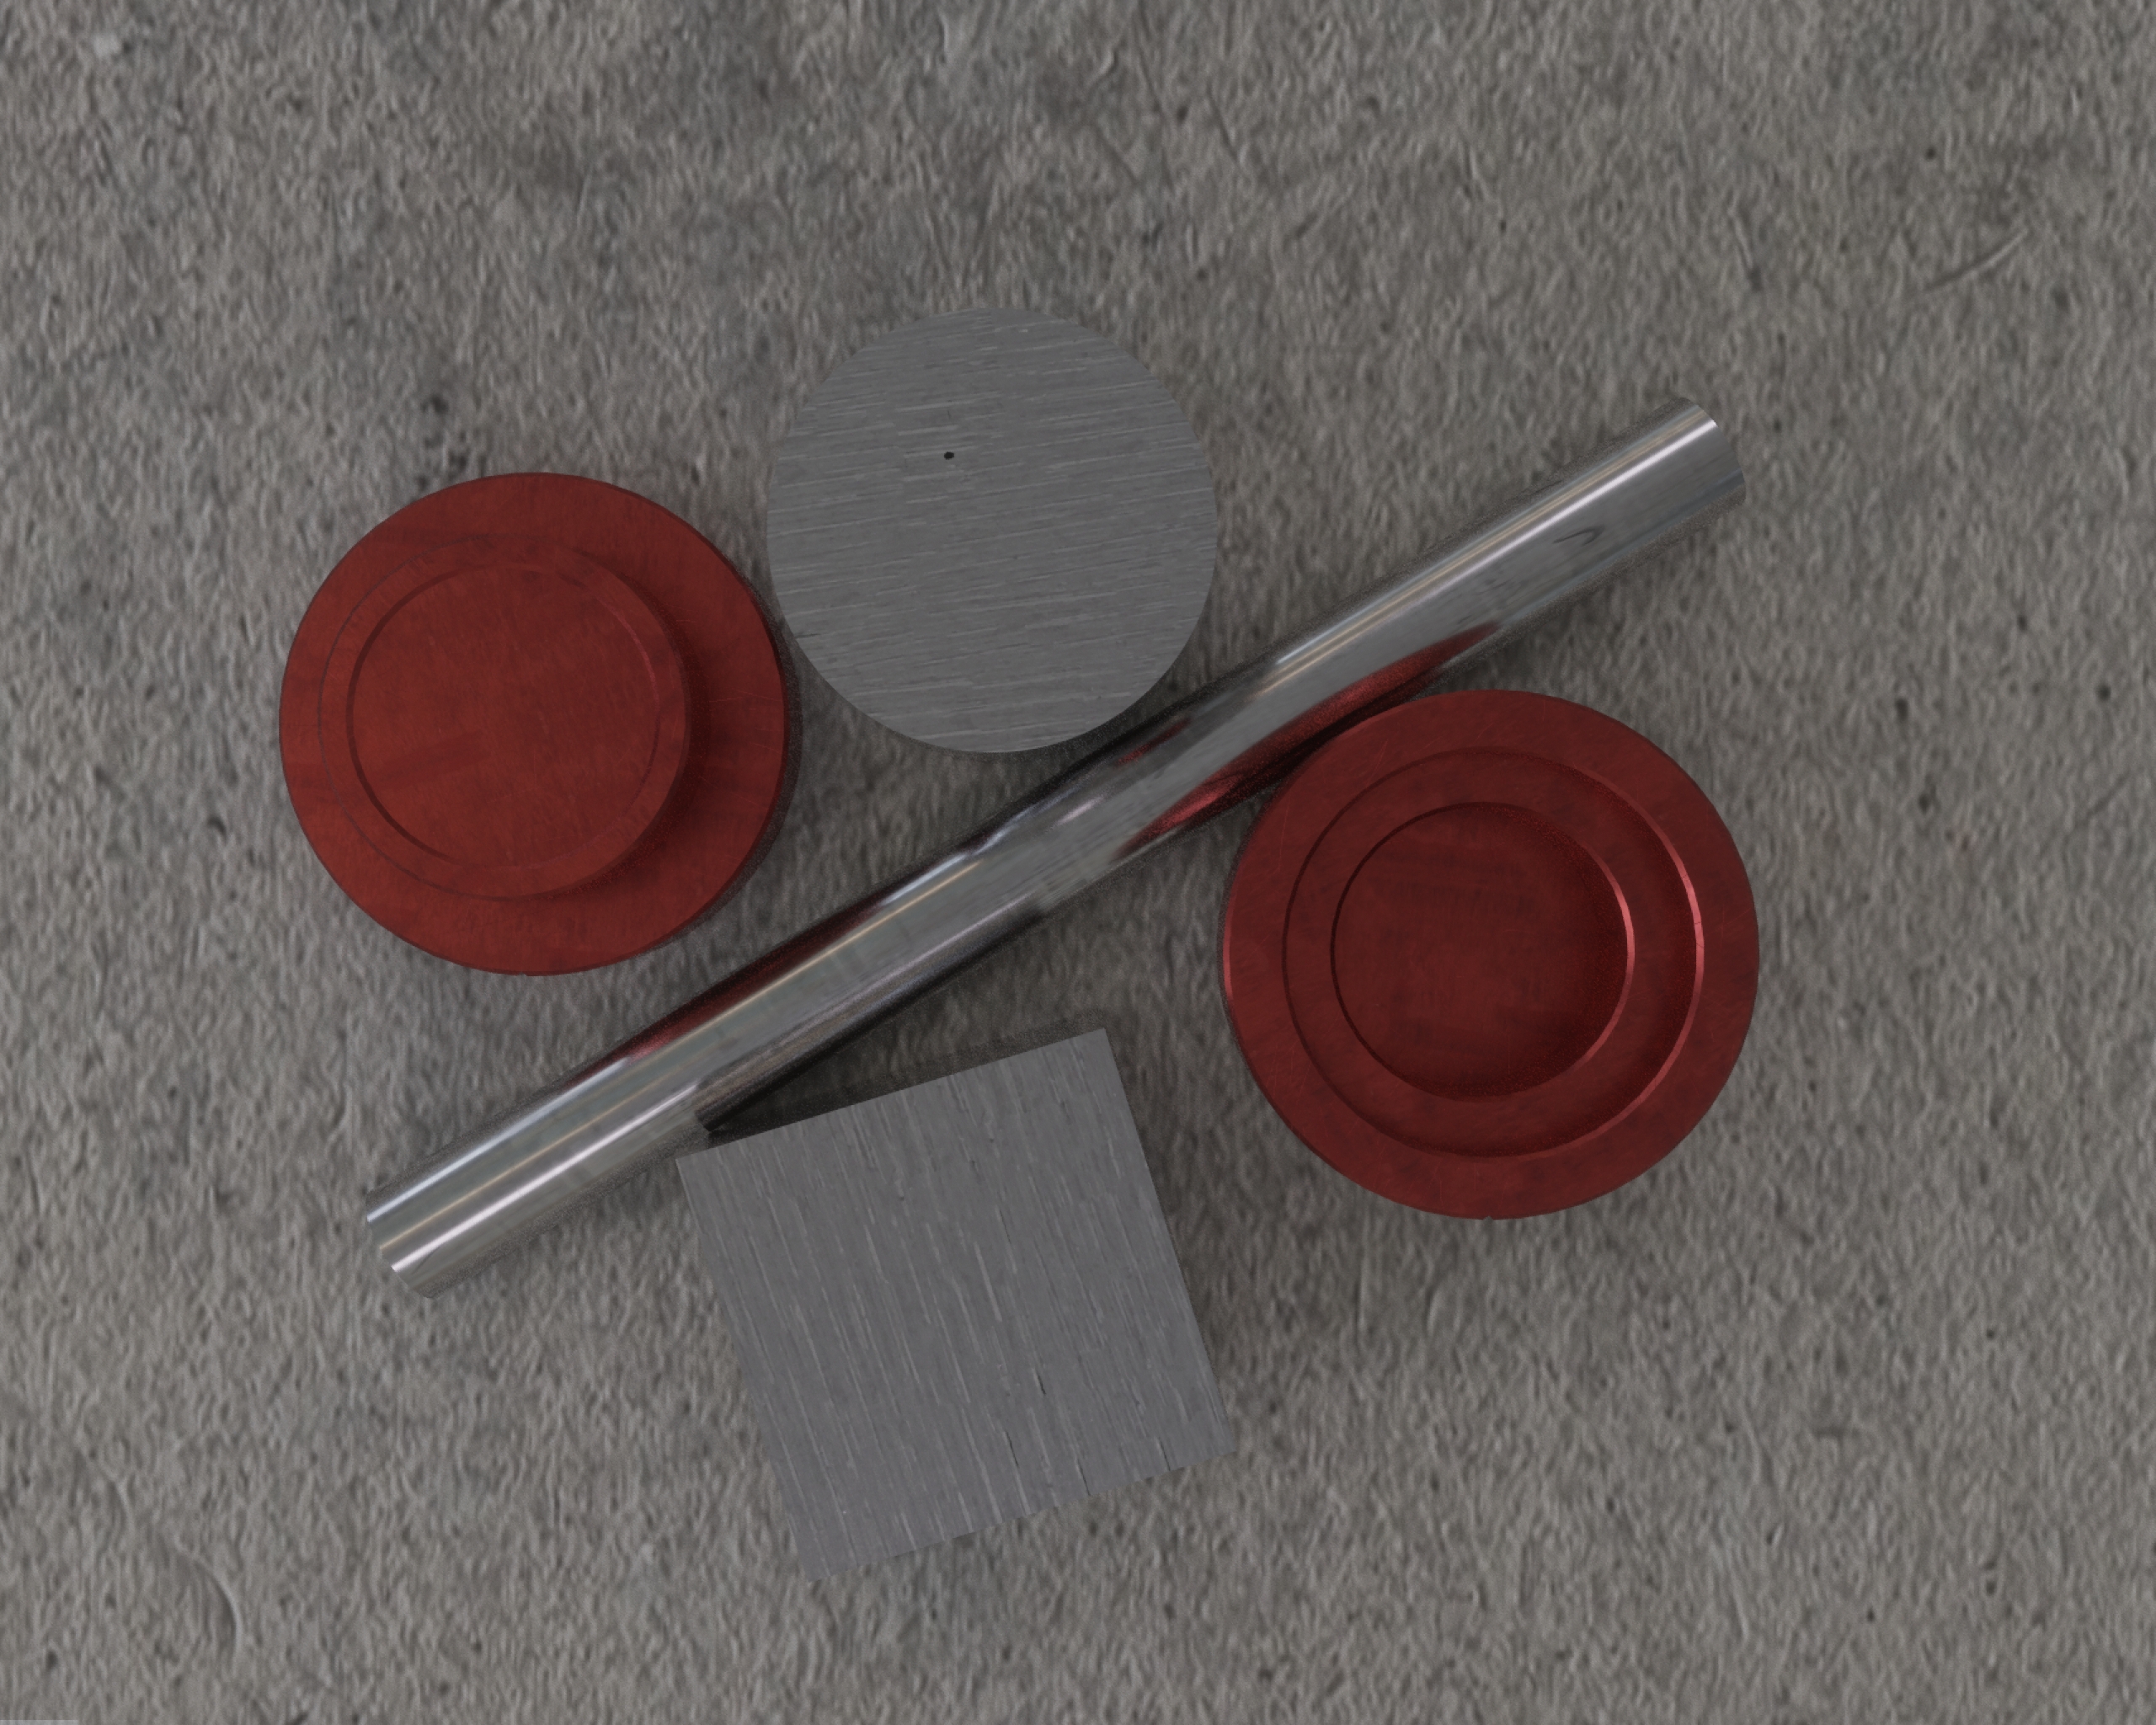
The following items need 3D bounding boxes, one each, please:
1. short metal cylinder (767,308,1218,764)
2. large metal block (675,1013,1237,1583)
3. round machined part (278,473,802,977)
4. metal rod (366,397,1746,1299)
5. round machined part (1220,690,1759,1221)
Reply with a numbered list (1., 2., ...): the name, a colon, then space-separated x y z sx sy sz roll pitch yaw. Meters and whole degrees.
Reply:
1. short metal cylinder: -0.015 -0.060 0.398 0.081 0.050 0.079 0 90 0
2. large metal block: -0.022 0.079 0.399 0.080 0.050 0.080 -17 90 0
3. round machined part: -0.105 -0.027 0.401 0.099 0.042 0.097 0 90 0
4. metal rod: -0.004 -0.003 0.412 0.301 0.025 0.025 -31 90 0
5. round machined part: 0.076 0.017 0.403 0.099 0.042 0.097 0 90 0
